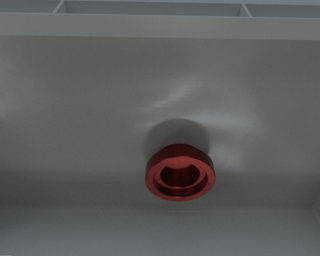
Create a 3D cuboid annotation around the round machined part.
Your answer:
[{"bbox_3d":[0.029,0.061,0.450,0.099,0.042,0.097,-1,130,0],"label":"round machined part"}]
